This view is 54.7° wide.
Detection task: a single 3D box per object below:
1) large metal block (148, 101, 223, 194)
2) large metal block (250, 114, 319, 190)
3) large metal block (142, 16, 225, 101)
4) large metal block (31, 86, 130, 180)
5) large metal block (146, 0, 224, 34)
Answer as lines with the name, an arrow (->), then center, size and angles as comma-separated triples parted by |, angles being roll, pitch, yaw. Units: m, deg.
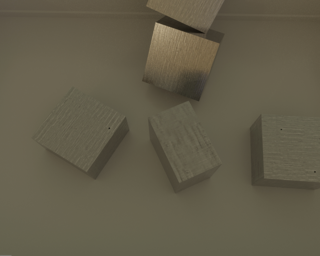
large metal block -> 0.026, 0.026, 0.371 | 0.050, 0.080, 0.080 | -23, 72, -8
large metal block -> 0.161, 0.031, 0.387 | 0.081, 0.050, 0.080 | 4, 70, 1
large metal block -> 0.030, -0.092, 0.407 | 0.080, 0.079, 0.050 | 21, 34, 7
large metal block -> -0.097, 0.007, 0.393 | 0.080, 0.050, 0.080 | 30, 72, 10
large metal block -> 0.037, -0.173, 0.371 | 0.080, 0.079, 0.050 | 20, 32, -13
